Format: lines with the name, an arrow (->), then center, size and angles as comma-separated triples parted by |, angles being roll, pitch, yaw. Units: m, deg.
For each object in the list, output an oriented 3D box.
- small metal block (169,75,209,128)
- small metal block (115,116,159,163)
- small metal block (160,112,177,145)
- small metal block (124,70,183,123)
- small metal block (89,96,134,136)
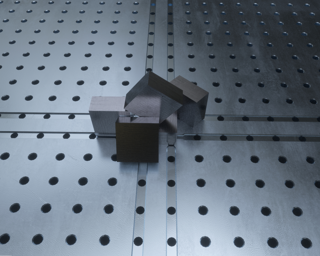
small metal block -> 0.036, -0.036, 0.422 | 0.050, 0.050, 0.025 | 36, 58, 26
small metal block -> -0.026, 0.014, 0.377 | 0.050, 0.050, 0.025 | 1, 18, 1
small metal block -> -0.003, -0.006, 0.412 | 0.050, 0.025, 0.050 | 2, 50, 0
small metal block -> -0.008, -0.034, 0.375 | 0.050, 0.050, 0.025 | 27, 45, -26
small metal block -> -0.061, -0.014, 0.403 | 0.050, 0.050, 0.025 | 1, 51, 1
